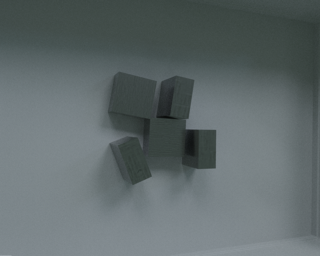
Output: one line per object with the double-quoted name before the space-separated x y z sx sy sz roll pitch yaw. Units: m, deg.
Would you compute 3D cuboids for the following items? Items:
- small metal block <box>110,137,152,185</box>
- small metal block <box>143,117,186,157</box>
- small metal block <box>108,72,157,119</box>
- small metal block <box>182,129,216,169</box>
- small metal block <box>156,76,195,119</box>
"small metal block" -0.037 0.039 0.384 0.025 0.050 0.050 -22 98 -19
"small metal block" 0.006 0.012 0.414 0.050 0.025 0.050 3 89 -21
"small metal block" -0.036 -0.040 0.398 0.050 0.025 0.050 11 86 -20
"small metal block" 0.052 0.027 0.418 0.025 0.050 0.050 1 90 -20
"small metal block" 0.019 -0.038 0.405 0.025 0.050 0.050 10 87 -20
